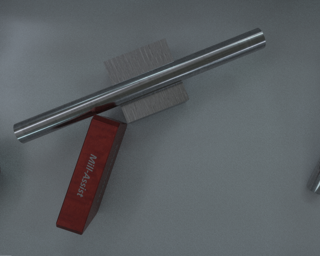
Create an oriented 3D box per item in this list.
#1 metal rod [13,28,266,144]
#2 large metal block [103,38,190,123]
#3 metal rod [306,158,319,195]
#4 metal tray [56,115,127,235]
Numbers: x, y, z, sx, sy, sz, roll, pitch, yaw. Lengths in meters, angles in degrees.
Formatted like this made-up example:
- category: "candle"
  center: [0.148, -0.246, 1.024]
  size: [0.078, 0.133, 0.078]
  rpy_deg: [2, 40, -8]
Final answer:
- category: "metal rod"
  center: [-0.022, -0.049, 0.361]
  size: [0.301, 0.025, 0.025]
  rpy_deg: [-22, 90, -1]
- category: "large metal block"
  center: [-0.017, -0.057, 0.399]
  size: [0.080, 0.050, 0.080]
  rpy_deg: [-21, 90, -1]
- category: "metal rod"
  center: [0.241, -0.050, 0.355]
  size: [0.025, 0.025, 0.298]
  rpy_deg: [13, 114, -1]
- category: "metal tray"
  center: [-0.079, 0.051, 0.377]
  size: [0.030, 0.090, 0.129]
  rpy_deg: [19, 90, 0]
